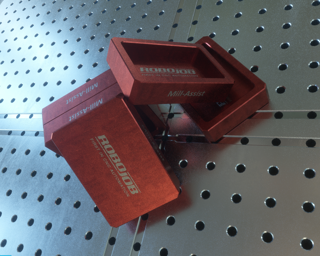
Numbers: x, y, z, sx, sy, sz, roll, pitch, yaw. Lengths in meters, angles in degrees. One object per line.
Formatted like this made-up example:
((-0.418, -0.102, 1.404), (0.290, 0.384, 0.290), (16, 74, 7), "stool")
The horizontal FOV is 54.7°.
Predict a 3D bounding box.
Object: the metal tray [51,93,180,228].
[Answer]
((-0.047, 0.038, 0.349), (0.090, 0.130, 0.030), (-29, 11, 10), "metal tray")

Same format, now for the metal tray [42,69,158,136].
((-0.078, -0.022, 0.418), (0.130, 0.090, 0.030), (-29, 52, 10), "metal tray")

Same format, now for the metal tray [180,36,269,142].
((0.064, -0.055, 0.403), (0.090, 0.030, 0.130), (-37, 51, 3), "metal tray")

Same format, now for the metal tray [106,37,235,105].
((0.012, -0.069, 0.370), (0.131, 0.030, 0.090), (-4, 45, -29), "metal tray")

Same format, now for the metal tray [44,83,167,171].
((-0.069, 0.000, 0.399), (0.130, 0.090, 0.030), (-29, 52, 10), "metal tray")
